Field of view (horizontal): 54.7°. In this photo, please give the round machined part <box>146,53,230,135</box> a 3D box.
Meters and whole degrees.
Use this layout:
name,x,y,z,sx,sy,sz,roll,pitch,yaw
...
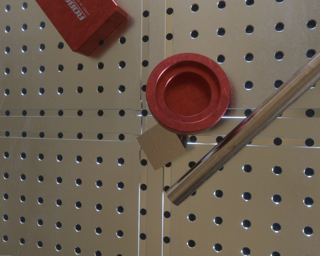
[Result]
name,x,y,z,sx,sy,sz,roll,pitch,yaw
round machined part,0.033,-0.039,0.380,0.099,0.042,0.098,0,78,2

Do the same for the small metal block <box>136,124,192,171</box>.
name,x,y,z,sx,sy,sz,roll,pitch,yaw
small metal block,0.005,0.021,0.410,0.050,0.025,0.050,-34,80,16

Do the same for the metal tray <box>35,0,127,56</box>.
name,x,y,z,sx,sy,sz,roll,pitch,yaw
metal tray,-0.121,-0.183,0.451,0.090,0.030,0.130,-40,78,15

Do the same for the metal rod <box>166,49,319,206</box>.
name,x,y,z,sx,sy,sz,roll,pitch,yaw
metal rod,0.120,-0.011,0.370,0.299,0.025,0.025,-45,77,14
